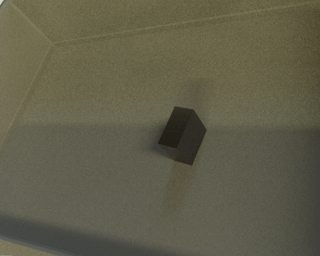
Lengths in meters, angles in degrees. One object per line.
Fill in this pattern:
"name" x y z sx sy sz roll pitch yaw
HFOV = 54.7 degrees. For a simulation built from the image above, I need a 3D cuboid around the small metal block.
"small metal block" 0.028 0.010 0.368 0.025 0.050 0.050 13 68 33
